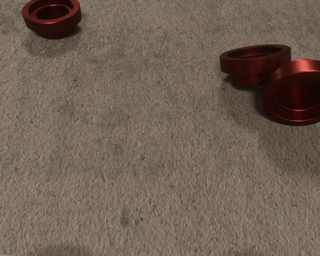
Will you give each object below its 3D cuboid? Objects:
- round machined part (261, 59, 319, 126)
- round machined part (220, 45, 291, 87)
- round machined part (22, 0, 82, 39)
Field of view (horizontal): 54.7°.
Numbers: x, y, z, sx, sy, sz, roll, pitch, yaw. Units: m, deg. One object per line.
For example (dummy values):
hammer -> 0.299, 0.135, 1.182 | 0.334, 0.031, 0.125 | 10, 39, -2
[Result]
round machined part -> 0.182, -0.050, 0.400 | 0.099, 0.097, 0.042 | 6, 51, 5
round machined part -> 0.139, -0.090, 0.453 | 0.099, 0.042, 0.098 | -9, 23, 4
round machined part -> -0.189, -0.196, 0.554 | 0.099, 0.042, 0.098 | 0, 50, 0
